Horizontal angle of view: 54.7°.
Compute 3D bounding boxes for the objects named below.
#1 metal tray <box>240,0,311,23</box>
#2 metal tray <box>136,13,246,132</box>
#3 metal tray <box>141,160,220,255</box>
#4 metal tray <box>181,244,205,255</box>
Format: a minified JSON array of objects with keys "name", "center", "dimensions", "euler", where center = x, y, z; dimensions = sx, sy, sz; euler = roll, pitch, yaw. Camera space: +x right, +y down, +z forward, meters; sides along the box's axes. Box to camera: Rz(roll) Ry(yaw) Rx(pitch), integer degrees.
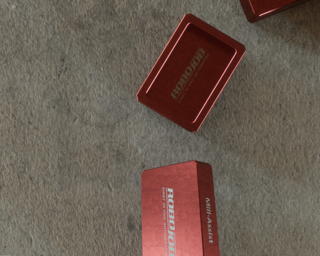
[{"name":"metal tray","center":[0.166,-0.206,0.409],"dimensions":[0.131,0.030,0.090],"euler":[-22,90,-1]},{"name":"metal tray","center":[0.040,-0.070,0.407],"dimensions":[0.090,0.030,0.130],"euler":[31,90,-1]},{"name":"metal tray","center":[0.020,0.110,0.363],"dimensions":[0.090,0.030,0.129],"euler":[-18,66,40]},{"name":"metal tray","center":[0.006,0.196,0.375],"dimensions":[0.130,0.090,0.030],"euler":[-43,65,0]}]
